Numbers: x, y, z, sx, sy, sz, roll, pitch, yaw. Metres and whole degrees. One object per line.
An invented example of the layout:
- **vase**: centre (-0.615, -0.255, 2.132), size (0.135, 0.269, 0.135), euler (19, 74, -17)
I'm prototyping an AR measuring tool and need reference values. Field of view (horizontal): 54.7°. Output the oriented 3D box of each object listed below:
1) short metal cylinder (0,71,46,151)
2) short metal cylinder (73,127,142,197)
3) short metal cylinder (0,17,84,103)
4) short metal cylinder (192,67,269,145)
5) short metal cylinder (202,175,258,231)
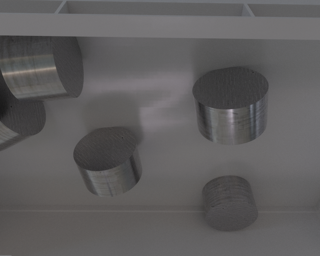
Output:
- **short metal cylinder**: centre (-0.180, -0.019, 0.355), size (0.050, 0.080, 0.080), euler (-24, 126, 19)
- **short metal cylinder**: centre (-0.067, 0.043, 0.409), size (0.080, 0.080, 0.050), euler (-5, 130, 4)
- **short metal cylinder**: centre (-0.116, -0.067, 0.314), size (0.050, 0.080, 0.080), euler (-6, 130, 5)
- **short metal cylinder**: centre (0.080, -0.026, 0.351), size (0.080, 0.080, 0.050), euler (-8, 130, 7)
- **short metal cylinder**: centre (0.111, 0.121, 0.497), size (0.081, 0.050, 0.079), euler (0, 130, 0)
